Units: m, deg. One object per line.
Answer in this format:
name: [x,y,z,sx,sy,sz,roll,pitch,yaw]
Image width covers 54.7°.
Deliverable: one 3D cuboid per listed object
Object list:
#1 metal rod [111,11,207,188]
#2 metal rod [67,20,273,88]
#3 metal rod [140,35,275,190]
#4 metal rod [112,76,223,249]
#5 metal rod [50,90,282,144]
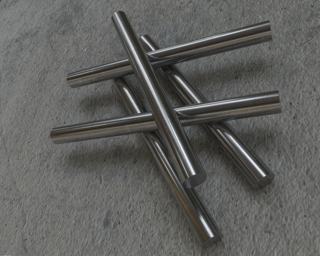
metal rod: [-0.015,-0.059,0.384,0.025,0.025,0.299,-30,52,9]
metal rod: [-0.002,-0.097,0.433,0.301,0.025,0.025,-9,58,23]
metal rod: [0.041,-0.042,0.408,0.025,0.025,0.300,-37,51,3]
metal rod: [-0.009,0.012,0.400,0.025,0.025,0.300,-35,51,5]
metal rod: [-0.011,-0.008,0.383,0.301,0.025,0.025,-8,58,23]
